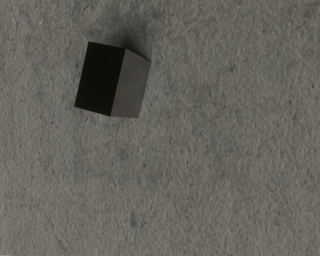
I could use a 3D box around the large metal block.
[{"bbox_3d":[-0.057,-0.058,0.399,0.050,0.080,0.079,15,95,19],"label":"large metal block"}]
